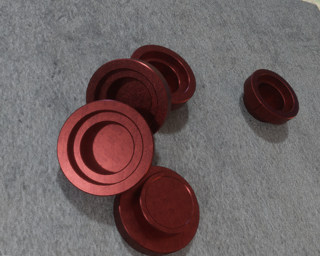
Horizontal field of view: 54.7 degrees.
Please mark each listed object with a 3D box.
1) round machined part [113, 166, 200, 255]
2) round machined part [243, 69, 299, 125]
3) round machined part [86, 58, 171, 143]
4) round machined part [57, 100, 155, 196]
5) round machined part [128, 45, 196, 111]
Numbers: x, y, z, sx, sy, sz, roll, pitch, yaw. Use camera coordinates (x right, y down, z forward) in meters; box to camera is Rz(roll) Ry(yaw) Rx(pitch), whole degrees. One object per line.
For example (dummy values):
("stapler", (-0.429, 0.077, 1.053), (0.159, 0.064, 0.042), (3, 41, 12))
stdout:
("round machined part", (0.002, 0.087, 0.342), (0.099, 0.042, 0.098), (14, 56, -21))
("round machined part", (0.181, -0.048, 0.522), (0.099, 0.042, 0.098), (14, 56, -21))
("round machined part", (-0.034, -0.034, 0.370), (0.098, 0.098, 0.042), (44, 20, 2))
("round machined part", (-0.054, 0.021, 0.332), (0.099, 0.042, 0.097), (0, 83, 2))
("round machined part", (-0.002, -0.065, 0.433), (0.099, 0.042, 0.098), (14, 56, -21))
